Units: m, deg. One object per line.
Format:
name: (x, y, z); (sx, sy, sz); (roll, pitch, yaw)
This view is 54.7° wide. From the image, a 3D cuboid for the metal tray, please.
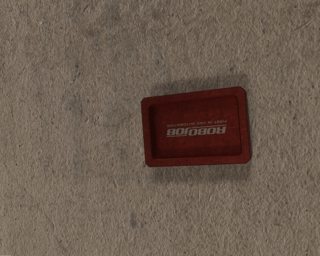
metal tray: (0.044, 0.001, 0.390); (0.130, 0.030, 0.089); (-5, 88, 19)
